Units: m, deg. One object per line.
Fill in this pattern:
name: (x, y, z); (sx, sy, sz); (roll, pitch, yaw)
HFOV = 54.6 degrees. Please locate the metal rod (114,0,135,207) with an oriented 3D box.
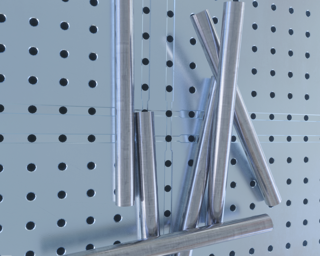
metal rod: (-0.045, -0.052, 0.395); (0.025, 0.025, 0.298); (0, 90, -20)

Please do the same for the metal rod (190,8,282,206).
metal rod: (0.112, -0.016, 0.432); (0.025, 0.025, 0.299); (-32, 108, -17)

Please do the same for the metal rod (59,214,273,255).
metal rod: (0.011, 0.146, 0.388); (0.302, 0.025, 0.025); (-5, 92, -20)

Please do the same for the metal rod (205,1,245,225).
metal rod: (0.082, -0.003, 0.403); (0.025, 0.025, 0.298); (-3, 106, -20)

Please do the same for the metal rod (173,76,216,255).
metal rod: (0.053, 0.074, 0.431); (0.025, 0.025, 0.299); (14, 85, -20)

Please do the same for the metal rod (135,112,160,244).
metal rod: (-0.013, 0.128, 0.407); (0.025, 0.025, 0.298); (-3, 91, -20)
